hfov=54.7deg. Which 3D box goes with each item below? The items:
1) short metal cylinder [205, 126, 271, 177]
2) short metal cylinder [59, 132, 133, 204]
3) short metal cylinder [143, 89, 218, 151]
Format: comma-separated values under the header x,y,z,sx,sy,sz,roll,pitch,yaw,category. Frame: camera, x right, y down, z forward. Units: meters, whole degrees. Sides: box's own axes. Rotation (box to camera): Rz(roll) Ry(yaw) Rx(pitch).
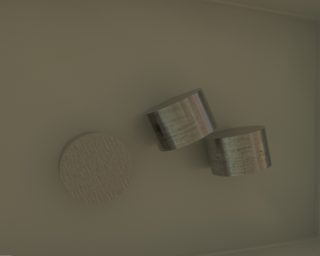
x,y,z,sx,sy,sz,roll,pitch,yaw,category
0.105,0.029,0.420,0.081,0.080,0.050,-13,95,-20,short metal cylinder
-0.078,0.045,0.369,0.081,0.050,0.080,0,90,-20,short metal cylinder
0.025,-0.011,0.390,0.081,0.080,0.050,-27,99,-18,short metal cylinder
